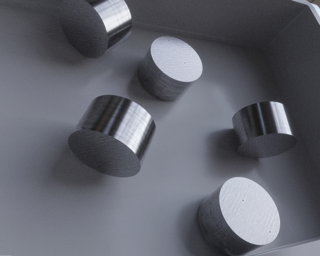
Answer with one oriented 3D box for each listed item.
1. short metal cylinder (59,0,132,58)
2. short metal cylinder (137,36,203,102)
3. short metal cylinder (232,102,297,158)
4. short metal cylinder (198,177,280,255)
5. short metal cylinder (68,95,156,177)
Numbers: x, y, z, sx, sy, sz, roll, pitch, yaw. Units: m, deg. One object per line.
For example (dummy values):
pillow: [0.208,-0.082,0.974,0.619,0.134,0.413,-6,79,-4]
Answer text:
short metal cylinder: [-0.084,-0.140,0.410,0.080,0.080,0.050,42,51,1]
short metal cylinder: [0.014,-0.085,0.449,0.081,0.050,0.080,14,56,-21]
short metal cylinder: [0.149,0.005,0.447,0.081,0.080,0.050,10,58,-23]
short metal cylinder: [0.093,0.106,0.369,0.081,0.050,0.080,15,49,-18]
short metal cylinder: [-0.050,0.010,0.337,0.080,0.080,0.050,29,52,-10]
